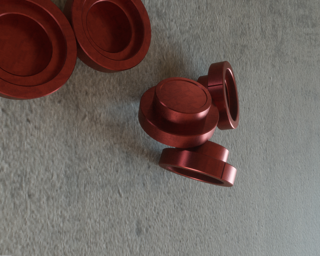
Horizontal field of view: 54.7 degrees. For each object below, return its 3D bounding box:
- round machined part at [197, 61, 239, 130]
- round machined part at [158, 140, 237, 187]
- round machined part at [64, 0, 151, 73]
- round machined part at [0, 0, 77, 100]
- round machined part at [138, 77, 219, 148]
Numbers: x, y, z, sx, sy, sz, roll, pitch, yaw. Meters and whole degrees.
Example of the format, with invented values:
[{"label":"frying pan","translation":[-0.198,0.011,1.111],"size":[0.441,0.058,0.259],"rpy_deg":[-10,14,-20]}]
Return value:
[{"label":"round machined part","translation":[0.083,-0.045,0.450],"size":[0.098,0.042,0.097],"rpy_deg":[-7,90,-65]},{"label":"round machined part","translation":[0.051,0.042,0.402],"size":[0.098,0.098,0.042],"rpy_deg":[28,73,-37]},{"label":"round machined part","translation":[-0.061,-0.110,0.344],"size":[0.099,0.042,0.097],"rpy_deg":[0,90,-40]},{"label":"round machined part","translation":[-0.131,-0.074,0.284],"size":[0.099,0.042,0.097],"rpy_deg":[0,90,-40]},{"label":"round machined part","translation":[0.025,-0.026,0.378],"size":[0.099,0.098,0.042],"rpy_deg":[-31,149,-36]}]
